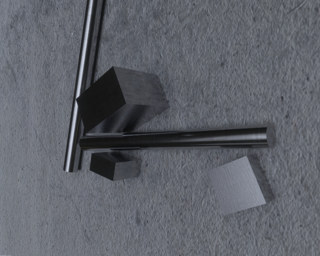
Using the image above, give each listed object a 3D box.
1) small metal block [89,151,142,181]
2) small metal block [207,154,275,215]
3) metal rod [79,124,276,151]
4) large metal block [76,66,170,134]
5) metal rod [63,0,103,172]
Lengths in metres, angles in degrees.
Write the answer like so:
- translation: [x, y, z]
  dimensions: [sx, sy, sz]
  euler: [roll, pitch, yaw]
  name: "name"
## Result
- translation: [-0.062, 0.052, 0.438]
  dimensions: [0.050, 0.050, 0.025]
  euler: [15, 100, 38]
  name: "small metal block"
- translation: [0.086, 0.061, 0.333]
  dimensions: [0.050, 0.025, 0.050]
  euler: [-30, 72, 35]
  name: "small metal block"
- translation: [-0.004, 0.016, 0.406]
  dimensions: [0.300, 0.025, 0.025]
  euler: [-4, 88, 39]
  name: "metal rod"
- translation: [-0.048, -0.033, 0.407]
  dimensions: [0.080, 0.081, 0.050]
  euler: [-32, 71, 35]
  name: "large metal block"
- translation: [-0.125, -0.073, 0.505]
  dimensions: [0.025, 0.025, 0.298]
  euler: [17, 101, 38]
  name: "metal rod"
